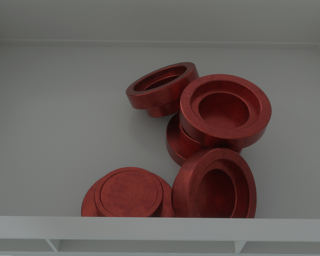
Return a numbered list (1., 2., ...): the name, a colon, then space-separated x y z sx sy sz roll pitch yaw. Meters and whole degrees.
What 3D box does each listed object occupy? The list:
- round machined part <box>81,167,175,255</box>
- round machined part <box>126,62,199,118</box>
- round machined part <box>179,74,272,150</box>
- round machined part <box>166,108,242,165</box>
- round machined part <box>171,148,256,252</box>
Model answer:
1. round machined part: -0.031 0.079 0.319 0.099 0.042 0.098 1 42 -1
2. round machined part: 0.007 -0.049 0.416 0.098 0.042 0.098 -19 23 9
3. round machined part: 0.071 -0.014 0.352 0.099 0.042 0.098 0 50 0
4. round machined part: 0.057 0.006 0.390 0.099 0.042 0.098 0 50 0
5. round machined part: 0.050 0.070 0.313 0.042 0.098 0.098 -10 31 52
